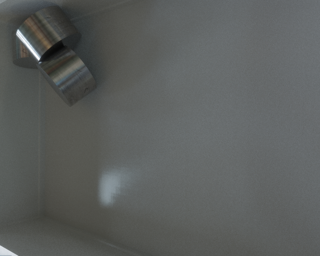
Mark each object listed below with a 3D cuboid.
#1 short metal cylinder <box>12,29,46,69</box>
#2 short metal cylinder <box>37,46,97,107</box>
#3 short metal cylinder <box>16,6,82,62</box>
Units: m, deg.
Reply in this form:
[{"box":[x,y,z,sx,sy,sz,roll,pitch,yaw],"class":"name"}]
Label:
[{"box":[-0.216,-0.139,0.546,0.080,0.081,0.050,-6,86,39],"class":"short metal cylinder"},{"box":[-0.143,-0.079,0.478,0.050,0.080,0.080,-40,56,-16],"class":"short metal cylinder"},{"box":[-0.169,-0.141,0.477,0.080,0.080,0.050,-33,98,35],"class":"short metal cylinder"}]
